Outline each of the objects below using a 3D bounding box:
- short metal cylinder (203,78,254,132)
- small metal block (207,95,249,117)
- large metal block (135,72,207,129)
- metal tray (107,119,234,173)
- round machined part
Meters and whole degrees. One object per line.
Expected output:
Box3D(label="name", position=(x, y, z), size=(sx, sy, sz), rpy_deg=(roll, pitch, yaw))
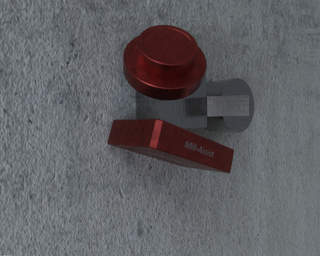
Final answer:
Box3D(label="short metal cylinder", position=(0.099, -0.033, 0.474), size=(0.081, 0.050, 0.080), rpy_deg=(0, 90, -40))
Box3D(label="small metal block", position=(0.087, -0.029, 0.403), size=(0.050, 0.050, 0.025), rpy_deg=(-30, 119, -80))
Box3D(label="large metal block", position=(0.015, -0.039, 0.403), size=(0.081, 0.050, 0.079), rpy_deg=(-2, 92, -40))
Box3D(label="metal tray", position=(0.015, 0.023, 0.376), size=(0.131, 0.090, 0.030), rpy_deg=(21, 77, -38))
Box3D(label="round machined part", position=(0.007, -0.083, 0.363), size=(0.098, 0.098, 0.042), rpy_deg=(-44, 161, -31))
